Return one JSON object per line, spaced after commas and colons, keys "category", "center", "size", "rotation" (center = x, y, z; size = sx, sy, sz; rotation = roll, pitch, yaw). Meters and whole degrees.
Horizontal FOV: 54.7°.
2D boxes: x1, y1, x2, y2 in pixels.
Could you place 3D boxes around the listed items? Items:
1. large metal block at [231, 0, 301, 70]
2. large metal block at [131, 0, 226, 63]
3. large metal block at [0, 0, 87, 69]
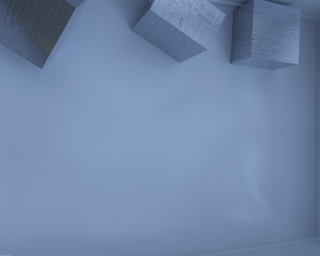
{"category": "large metal block", "center": [0.154, -0.133, 0.453], "size": [0.081, 0.050, 0.080], "rotation": [3, 89, -20]}
{"category": "large metal block", "center": [0.020, -0.132, 0.388], "size": [0.080, 0.080, 0.050], "rotation": [30, 80, -18]}
{"category": "large metal block", "center": [-0.136, -0.124, 0.326], "size": [0.080, 0.050, 0.080], "rotation": [33, 120, -17]}
